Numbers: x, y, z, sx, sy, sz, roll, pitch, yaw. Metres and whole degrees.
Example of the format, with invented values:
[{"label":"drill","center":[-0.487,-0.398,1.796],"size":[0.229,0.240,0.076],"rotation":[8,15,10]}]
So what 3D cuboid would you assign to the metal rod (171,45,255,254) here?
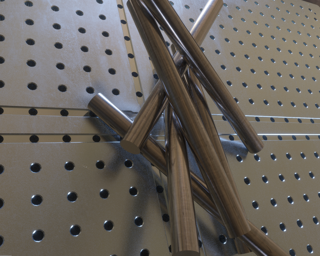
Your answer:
[{"label":"metal rod","center":[0.067,0.012,0.420],"size":[0.025,0.025,0.299],"rotation":[-5,69,-30]}]

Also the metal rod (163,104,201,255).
[{"label":"metal rod","center":[0.018,0.004,0.374],"size":[0.025,0.025,0.300],"rotation":[17,43,-19]}]

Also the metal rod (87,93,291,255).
[{"label":"metal rod","center":[0.033,0.063,0.367],"size":[0.300,0.025,0.025],"rotation":[40,51,7]}]

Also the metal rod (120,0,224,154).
[{"label":"metal rod","center":[0.029,-0.090,0.419],"size":[0.025,0.025,0.301],"rotation":[33,58,-7]}]

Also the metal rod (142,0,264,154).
[{"label":"metal rod","center":[0.058,-0.075,0.408],"size":[0.300,0.025,0.025],"rotation":[50,47,-25]}]

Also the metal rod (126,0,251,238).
[{"label":"metal rod","center":[0.028,-0.023,0.359],"size":[0.025,0.025,0.299],"rotation":[-16,77,-34]}]
